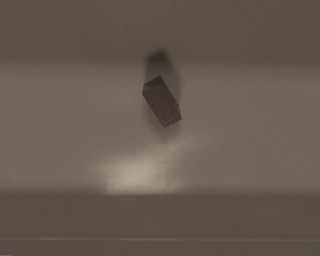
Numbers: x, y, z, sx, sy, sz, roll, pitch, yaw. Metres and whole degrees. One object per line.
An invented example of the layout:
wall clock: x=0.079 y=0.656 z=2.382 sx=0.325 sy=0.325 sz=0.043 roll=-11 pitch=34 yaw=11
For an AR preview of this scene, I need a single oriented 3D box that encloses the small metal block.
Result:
small metal block: x=0.003 y=-0.034 z=0.386 sx=0.025 sy=0.050 sz=0.050 roll=-29 pitch=108 yaw=10
